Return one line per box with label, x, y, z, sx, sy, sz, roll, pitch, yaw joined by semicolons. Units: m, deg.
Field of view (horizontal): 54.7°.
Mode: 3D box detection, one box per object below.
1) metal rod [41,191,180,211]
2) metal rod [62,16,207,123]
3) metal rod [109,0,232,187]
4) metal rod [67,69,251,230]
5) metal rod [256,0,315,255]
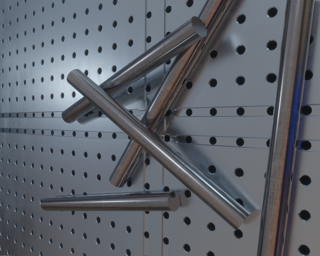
metal rod;-0.097;0.118;0.486;0.300;0.025;0.025;-12;82;39
metal rod;-0.058;-0.065;0.436;0.299;0.025;0.025;-24;75;43
metal rod;0.006;-0.040;0.402;0.025;0.025;0.298;44;116;30
metal rod;-0.017;0.013;0.391;0.300;0.025;0.025;39;114;22
metal rod;0.122;0.022;0.307;0.025;0.025;0.298;9;95;39
